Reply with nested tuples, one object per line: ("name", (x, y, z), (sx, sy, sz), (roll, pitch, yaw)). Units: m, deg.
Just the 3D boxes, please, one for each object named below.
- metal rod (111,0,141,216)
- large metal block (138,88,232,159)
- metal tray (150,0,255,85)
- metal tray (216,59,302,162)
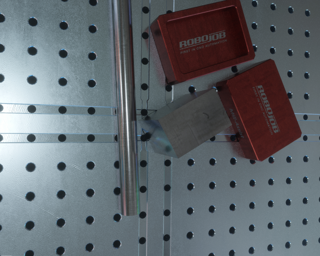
("metal rod", (-0.044, -0.040, 0.396), (0.025, 0.025, 0.298), (-3, 91, -20))
("large metal block", (0.029, -0.007, 0.394), (0.080, 0.080, 0.050), (-30, 100, -18))
("metal tray", (0.062, -0.121, 0.432), (0.131, 0.030, 0.090), (-20, 97, -19))
("metal tray", (0.150, -0.027, 0.465), (0.091, 0.030, 0.129), (-28, 99, -18))
